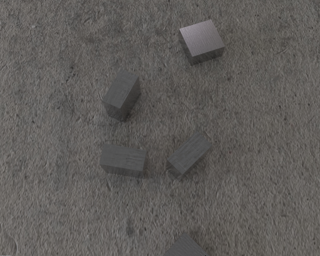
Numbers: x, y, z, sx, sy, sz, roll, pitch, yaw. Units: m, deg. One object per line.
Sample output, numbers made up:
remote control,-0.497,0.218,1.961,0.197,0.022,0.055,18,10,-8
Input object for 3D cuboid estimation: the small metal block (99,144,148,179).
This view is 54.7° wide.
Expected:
small metal block,-0.042,0.042,0.379,0.050,0.050,0.025,9,71,3

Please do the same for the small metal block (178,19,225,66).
small metal block,0.060,-0.125,0.454,0.050,0.025,0.050,-19,71,-7

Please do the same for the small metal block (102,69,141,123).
small metal block,-0.049,-0.041,0.409,0.025,0.050,0.050,24,72,8

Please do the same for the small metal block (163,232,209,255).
small metal block,0.029,0.155,0.351,0.050,0.025,0.050,42,75,13

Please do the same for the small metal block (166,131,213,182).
small metal block,0.035,0.036,0.382,0.050,0.050,0.025,-43,76,-14
